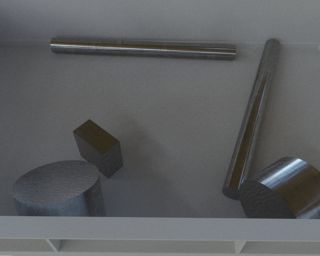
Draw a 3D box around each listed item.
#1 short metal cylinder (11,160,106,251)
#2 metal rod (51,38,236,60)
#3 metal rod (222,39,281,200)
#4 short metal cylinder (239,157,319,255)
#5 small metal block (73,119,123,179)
[{"bbox_3d":[-0.097,0.073,0.306,0.080,0.050,0.080,-3,21,2],"label":"short metal cylinder"},{"bbox_3d":[-0.028,-0.131,0.514,0.302,0.025,0.025,3,50,2],"label":"metal rod"},{"bbox_3d":[0.136,-0.034,0.435,0.025,0.025,0.301,17,52,13],"label":"metal rod"},{"bbox_3d":[0.126,0.076,0.308,0.050,0.080,0.080,-26,55,-21],"label":"short metal cylinder"},{"bbox_3d":[-0.072,0.025,0.367,0.050,0.050,0.025,34,58,24],"label":"small metal block"}]
